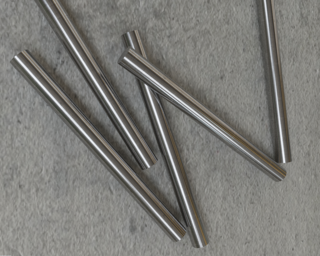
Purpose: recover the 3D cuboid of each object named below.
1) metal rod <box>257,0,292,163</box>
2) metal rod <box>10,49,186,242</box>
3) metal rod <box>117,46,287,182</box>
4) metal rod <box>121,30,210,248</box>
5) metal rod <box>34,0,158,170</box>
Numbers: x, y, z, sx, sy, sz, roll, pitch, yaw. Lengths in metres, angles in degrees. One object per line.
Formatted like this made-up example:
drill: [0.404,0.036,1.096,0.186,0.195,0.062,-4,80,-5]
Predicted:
metal rod: [0.173,-0.096,0.474,0.025,0.025,0.298,-9,93,-20]
metal rod: [-0.067,0.032,0.385,0.025,0.025,0.300,-43,104,-15]
metal rod: [0.071,-0.007,0.420,0.301,0.025,0.025,35,79,-23]
metal rod: [0.009,0.020,0.413,0.025,0.025,0.298,-21,97,-19]
metal rod: [-0.089,-0.078,0.376,0.025,0.025,0.299,-34,102,-17]
